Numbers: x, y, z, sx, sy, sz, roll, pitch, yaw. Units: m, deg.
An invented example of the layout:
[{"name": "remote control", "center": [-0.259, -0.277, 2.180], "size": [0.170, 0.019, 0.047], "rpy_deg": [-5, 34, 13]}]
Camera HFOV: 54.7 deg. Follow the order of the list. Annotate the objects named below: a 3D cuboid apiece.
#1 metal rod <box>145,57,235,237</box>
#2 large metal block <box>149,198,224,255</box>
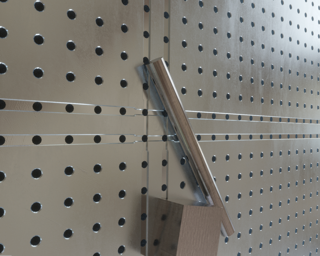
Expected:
[{"name": "metal rod", "center": [0.051, 0.040, 0.454], "size": [0.025, 0.025, 0.299], "rpy_deg": [-38, 114, -34]}, {"name": "large metal block", "center": [0.037, 0.144, 0.427], "size": [0.081, 0.050, 0.080], "rpy_deg": [16, 80, -39]}]
